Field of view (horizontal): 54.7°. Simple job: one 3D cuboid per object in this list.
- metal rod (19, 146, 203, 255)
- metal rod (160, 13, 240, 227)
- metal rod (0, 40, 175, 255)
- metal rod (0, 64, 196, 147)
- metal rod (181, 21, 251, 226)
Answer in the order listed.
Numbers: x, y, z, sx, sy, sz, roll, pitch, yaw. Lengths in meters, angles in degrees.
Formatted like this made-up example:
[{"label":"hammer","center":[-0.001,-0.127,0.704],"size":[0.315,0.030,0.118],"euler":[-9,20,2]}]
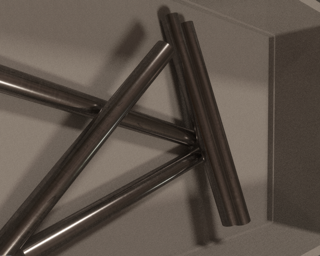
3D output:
[{"label":"metal rod","center":[-0.022,0.074,0.390],"size":[0.302,0.025,0.025],"euler":[-24,105,-38]},{"label":"metal rod","center":[0.056,-0.009,0.428],"size":[0.025,0.025,0.298],"euler":[-20,94,-39]},{"label":"metal rod","center":[-0.078,0.022,0.317],"size":[0.025,0.025,0.300],"euler":[47,69,-30]},{"label":"metal rod","center":[-0.068,-0.021,0.350],"size":[0.302,0.025,0.025],"euler":[18,79,-39]},{"label":"metal rod","center":[0.078,-0.004,0.447],"size":[0.025,0.025,0.298],"euler":[-20,94,-39]}]
